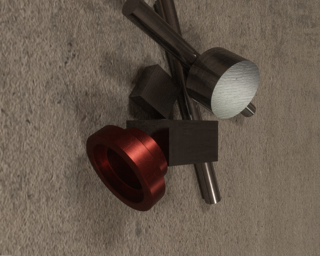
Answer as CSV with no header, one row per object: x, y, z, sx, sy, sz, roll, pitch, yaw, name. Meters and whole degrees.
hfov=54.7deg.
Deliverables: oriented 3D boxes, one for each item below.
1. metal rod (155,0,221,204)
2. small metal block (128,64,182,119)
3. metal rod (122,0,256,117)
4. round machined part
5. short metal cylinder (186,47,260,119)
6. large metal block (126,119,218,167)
0.043,-0.030,0.443,0.025,0.025,0.298,-25,106,-37,metal rod
-0.005,-0.046,0.402,0.050,0.025,0.050,40,65,-33,small metal block
0.062,-0.079,0.430,0.301,0.025,0.025,28,73,-46,metal rod
-0.031,0.038,0.333,0.042,0.098,0.098,-38,114,-33,round machined part
0.082,-0.059,0.404,0.081,0.050,0.079,-21,131,-25,short metal cylinder
0.014,0.016,0.383,0.081,0.080,0.050,0,90,-40,large metal block
